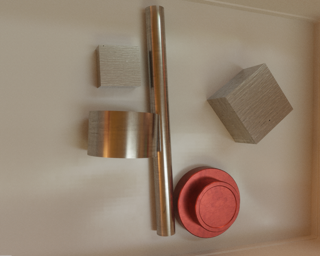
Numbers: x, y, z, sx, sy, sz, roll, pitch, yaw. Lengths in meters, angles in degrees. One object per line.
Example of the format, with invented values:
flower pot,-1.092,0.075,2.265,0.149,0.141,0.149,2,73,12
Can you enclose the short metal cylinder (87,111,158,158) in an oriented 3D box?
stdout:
short metal cylinder,-0.044,0.007,0.366,0.081,0.080,0.050,2,89,-20

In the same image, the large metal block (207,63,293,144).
large metal block,0.130,-0.034,0.447,0.080,0.050,0.080,-40,103,-16

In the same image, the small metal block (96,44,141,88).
small metal block,-0.053,-0.077,0.392,0.050,0.025,0.050,-3,91,-20

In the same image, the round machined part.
round machined part,0.070,0.104,0.429,0.099,0.042,0.097,0,90,-20

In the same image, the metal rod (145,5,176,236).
metal rod,0.001,-0.008,0.411,0.025,0.025,0.298,-3,91,-20
